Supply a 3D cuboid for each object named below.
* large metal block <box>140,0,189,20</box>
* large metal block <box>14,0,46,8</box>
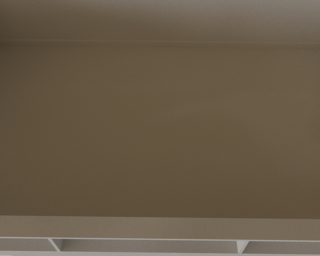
[{"bbox_3d":[0.005,-0.263,0.612,0.081,0.050,0.080,-12,51,-10],"label":"large metal block"},{"bbox_3d":[-0.269,-0.301,0.642,0.080,0.050,0.080,29,56,22],"label":"large metal block"}]
